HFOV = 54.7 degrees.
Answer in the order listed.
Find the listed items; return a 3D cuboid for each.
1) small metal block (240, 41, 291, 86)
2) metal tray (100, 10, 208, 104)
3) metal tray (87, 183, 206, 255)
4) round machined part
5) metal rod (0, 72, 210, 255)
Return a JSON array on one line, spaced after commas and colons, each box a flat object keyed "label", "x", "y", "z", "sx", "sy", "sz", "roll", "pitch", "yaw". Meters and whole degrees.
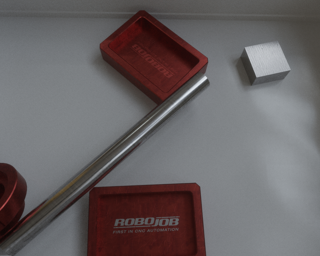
[{"label": "small metal block", "x": 0.151, "y": -0.093, "z": 0.446, "sx": 0.050, "sy": 0.025, "sz": 0.050, "roll": -13, "pitch": 71, "yaw": -5}, {"label": "metal tray", "x": -0.009, "y": -0.099, "z": 0.443, "sx": 0.130, "sy": 0.030, "sz": 0.090, "roll": 41, "pitch": 75, "yaw": 13}, {"label": "metal tray", "x": -0.016, "y": 0.114, "z": 0.364, "sx": 0.131, "sy": 0.030, "sz": 0.090, "roll": -2, "pitch": 70, "yaw": -1}, {"label": "round machined part", "x": -0.196, "y": 0.090, "z": 0.350, "sx": 0.098, "sy": 0.042, "sz": 0.098, "roll": -12, "pitch": 41, "yaw": 11}, {"label": "metal rod", "x": -0.053, "y": 0.032, "z": 0.367, "sx": 0.301, "sy": 0.025, "sz": 0.025, "roll": -41, "pitch": 75, "yaw": -15}]
